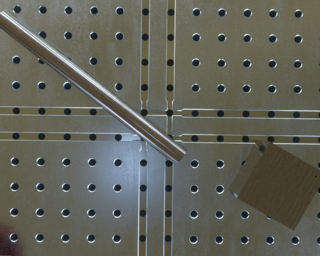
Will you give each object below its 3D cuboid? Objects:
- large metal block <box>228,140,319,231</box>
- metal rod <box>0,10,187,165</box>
[{"bbox_3d":[0.149,0.071,0.402,0.080,0.050,0.080,30,90,0],"label":"large metal block"},{"bbox_3d":[-0.090,-0.053,0.412,0.300,0.025,0.025,38,90,0],"label":"metal rod"}]
